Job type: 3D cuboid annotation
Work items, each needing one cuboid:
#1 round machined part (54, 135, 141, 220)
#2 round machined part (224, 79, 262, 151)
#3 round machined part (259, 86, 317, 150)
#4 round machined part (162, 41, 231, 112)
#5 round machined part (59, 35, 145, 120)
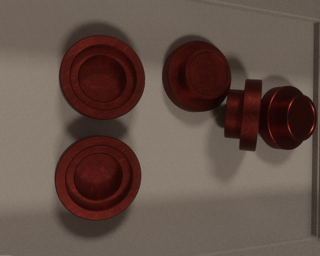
[{"bbox_3d":[-0.076,0.057,0.374,0.099,0.042,0.097,0,90,-21],"label":"round machined part"},{"bbox_3d":[0.113,-0.018,0.426,0.042,0.098,0.097,5,88,16],"label":"round machined part"},{"bbox_3d":[0.198,-0.015,0.468,0.099,0.042,0.097,-1,92,-30],"label":"round machined part"},{"bbox_3d":[0.056,-0.071,0.423,0.099,0.042,0.097,0,90,-21],"label":"round machined part"},{"bbox_3d":[-0.071,-0.058,0.376,0.099,0.042,0.097,0,90,-21],"label":"round machined part"}]
